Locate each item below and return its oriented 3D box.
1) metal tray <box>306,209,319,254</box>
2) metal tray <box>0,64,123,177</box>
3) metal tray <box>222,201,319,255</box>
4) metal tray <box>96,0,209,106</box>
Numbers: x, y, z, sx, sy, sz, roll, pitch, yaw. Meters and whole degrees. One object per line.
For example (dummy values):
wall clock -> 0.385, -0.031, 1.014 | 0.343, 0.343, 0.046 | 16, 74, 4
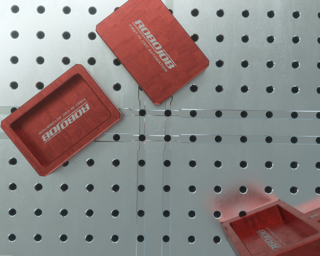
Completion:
metal tray -> 0.206, 0.166, 0.413 | 0.131, 0.030, 0.090 | -22, 90, -1
metal tray -> -0.127, -0.010, 0.409 | 0.130, 0.030, 0.090 | -38, 91, -1
metal tray -> 0.132, 0.129, 0.363 | 0.090, 0.130, 0.030 | -21, 90, 0
metal tray -> -0.010, -0.106, 0.411 | 0.090, 0.030, 0.130 | -38, 91, -1
